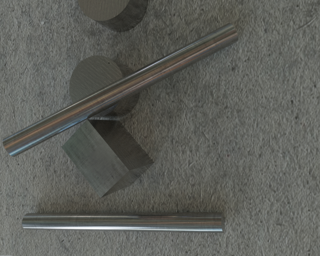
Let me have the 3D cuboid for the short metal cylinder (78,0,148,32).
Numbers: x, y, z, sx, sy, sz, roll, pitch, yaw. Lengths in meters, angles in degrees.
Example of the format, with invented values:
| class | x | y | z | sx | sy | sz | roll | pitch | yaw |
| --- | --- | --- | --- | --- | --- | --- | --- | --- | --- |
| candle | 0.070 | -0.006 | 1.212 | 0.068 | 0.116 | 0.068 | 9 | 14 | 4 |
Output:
| class | x | y | z | sx | sy | sz | roll | pitch | yaw |
| --- | --- | --- | --- | --- | --- | --- | --- | --- | --- |
| short metal cylinder | -0.063 | -0.177 | 0.418 | 0.080 | 0.050 | 0.079 | 0 | 90 | 20 |

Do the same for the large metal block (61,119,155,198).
| class | x | y | z | sx | sy | sz | roll | pitch | yaw |
| --- | --- | --- | --- | --- | --- | --- | --- | --- | --- |
| large metal block | -0.064 | 0.036 | 0.402 | 0.050 | 0.080 | 0.080 | -45 | 76 | 15 |

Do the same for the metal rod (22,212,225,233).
| class | x | y | z | sx | sy | sz | roll | pitch | yaw |
| --- | --- | --- | --- | --- | --- | --- | --- | --- | --- |
| metal rod | -0.063 | 0.131 | 0.431 | 0.301 | 0.025 | 0.025 | -6 | 88 | 19 |

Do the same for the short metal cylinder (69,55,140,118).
| class | x | y | z | sx | sy | sz | roll | pitch | yaw |
| --- | --- | --- | --- | --- | --- | --- | --- | --- | --- |
| short metal cylinder | -0.074 | -0.054 | 0.422 | 0.080 | 0.050 | 0.079 | 0 | 90 | 20 |

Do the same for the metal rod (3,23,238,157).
| class | x | y | z | sx | sy | sz | roll | pitch | yaw |
| --- | --- | --- | --- | --- | --- | --- | --- | --- | --- |
| metal rod | -0.044 | -0.047 | 0.372 | 0.301 | 0.025 | 0.025 | -28 | 80 | -3 |
